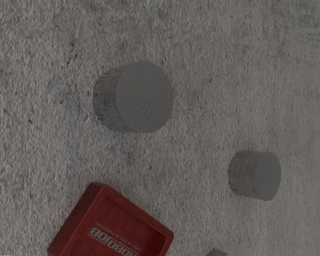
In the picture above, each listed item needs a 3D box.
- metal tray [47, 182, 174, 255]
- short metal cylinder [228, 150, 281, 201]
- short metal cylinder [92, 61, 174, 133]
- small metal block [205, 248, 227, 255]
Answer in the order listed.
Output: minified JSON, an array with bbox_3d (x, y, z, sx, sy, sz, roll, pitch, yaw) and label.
[{"bbox_3d":[-0.049,0.133,0.359,0.130,0.030,0.090,45,63,-31],"label":"metal tray"},{"bbox_3d":[0.161,0.079,0.523,0.081,0.050,0.080,0,90,-40],"label":"short metal cylinder"},{"bbox_3d":[-0.031,-0.034,0.362,0.081,0.050,0.080,0,90,-40],"label":"short metal cylinder"},{"bbox_3d":[0.082,0.223,0.474,0.050,0.025,0.050,-24,106,-37],"label":"small metal block"}]
